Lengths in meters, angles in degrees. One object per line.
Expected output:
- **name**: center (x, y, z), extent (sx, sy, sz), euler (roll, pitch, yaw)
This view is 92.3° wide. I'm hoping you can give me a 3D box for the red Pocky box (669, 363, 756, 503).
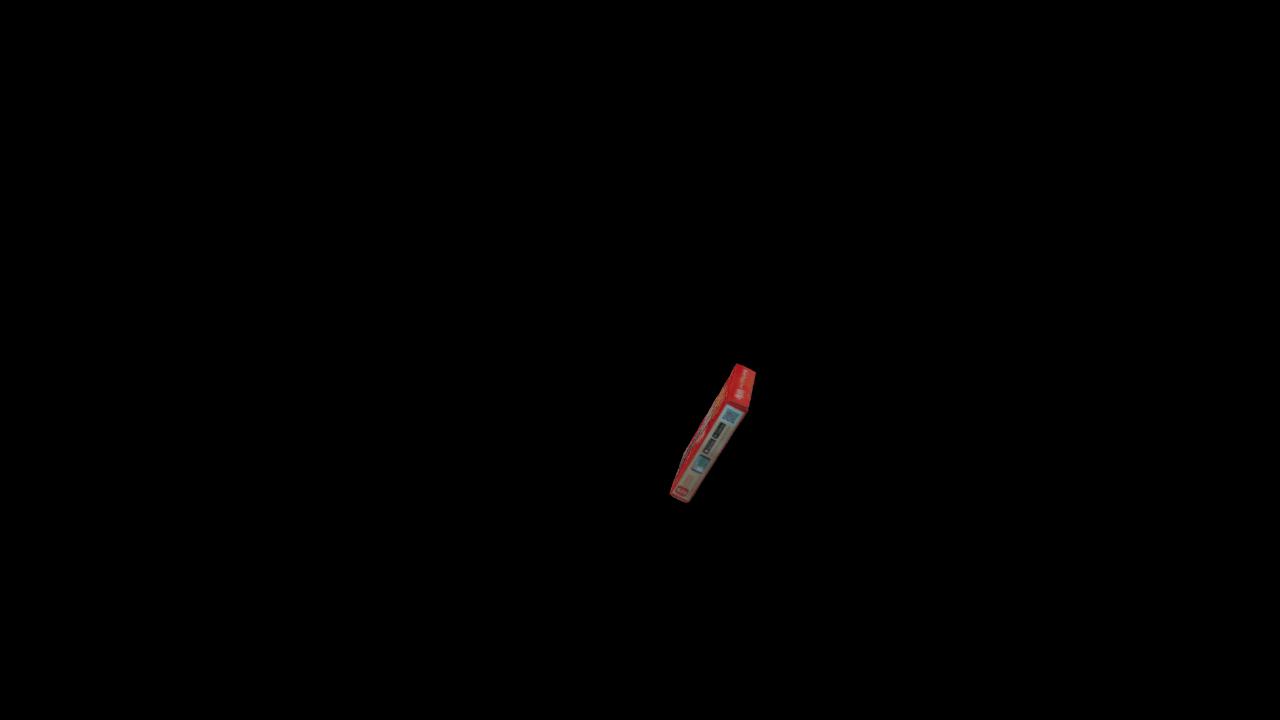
- **red Pocky box**: center (0.083, 0.084, 0.702), extent (0.028, 0.155, 0.083), euler (27, 32, 2)
